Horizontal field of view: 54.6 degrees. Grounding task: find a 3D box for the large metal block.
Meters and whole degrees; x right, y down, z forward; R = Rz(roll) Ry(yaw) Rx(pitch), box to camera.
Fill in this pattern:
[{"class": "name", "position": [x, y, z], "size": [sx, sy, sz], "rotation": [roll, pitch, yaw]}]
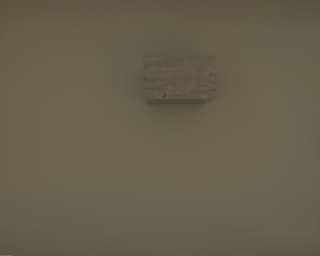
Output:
[{"class": "large metal block", "position": [0.022, -0.057, 0.384], "size": [0.080, 0.080, 0.050], "rotation": [0, 90, 0]}]
